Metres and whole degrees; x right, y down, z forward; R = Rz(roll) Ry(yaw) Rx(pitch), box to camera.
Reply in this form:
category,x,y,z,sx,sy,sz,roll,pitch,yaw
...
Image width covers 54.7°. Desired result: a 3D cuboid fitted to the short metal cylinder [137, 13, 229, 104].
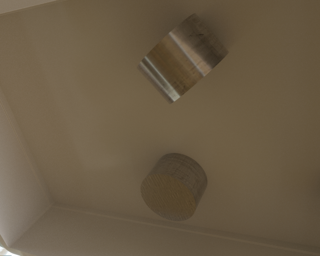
category,x,y,z,sx,sy,sz,roll,pitch,yaw
short metal cylinder,0.023,-0.070,0.318,0.050,0.080,0.080,48,129,-5

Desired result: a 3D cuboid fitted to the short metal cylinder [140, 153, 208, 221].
category,x,y,z,sx,sy,sz,roll,pitch,yaw
short metal cylinder,0.020,0.082,0.433,0.080,0.050,0.079,13,124,21
